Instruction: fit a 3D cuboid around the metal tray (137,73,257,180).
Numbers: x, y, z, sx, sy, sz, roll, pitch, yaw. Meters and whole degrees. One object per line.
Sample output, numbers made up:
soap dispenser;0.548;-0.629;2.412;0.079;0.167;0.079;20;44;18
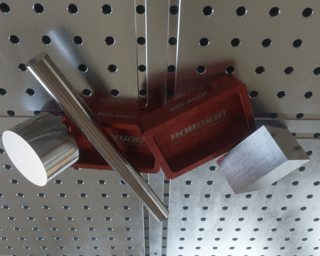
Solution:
metal tray;0.050;0.001;0.385;0.130;0.030;0.090;-27;127;0

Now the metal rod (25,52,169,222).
metal rod;-0.061;0.033;0.400;0.025;0.025;0.299;-20;128;16

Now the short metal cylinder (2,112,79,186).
short metal cylinder;-0.150;0.026;0.392;0.080;0.050;0.079;22;131;27

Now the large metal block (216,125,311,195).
large metal block;0.137;0.043;0.410;0.081;0.050;0.080;6;139;-48

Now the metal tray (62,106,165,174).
metal tray;-0.061;0.018;0.422;0.131;0.030;0.089;5;130;-5
